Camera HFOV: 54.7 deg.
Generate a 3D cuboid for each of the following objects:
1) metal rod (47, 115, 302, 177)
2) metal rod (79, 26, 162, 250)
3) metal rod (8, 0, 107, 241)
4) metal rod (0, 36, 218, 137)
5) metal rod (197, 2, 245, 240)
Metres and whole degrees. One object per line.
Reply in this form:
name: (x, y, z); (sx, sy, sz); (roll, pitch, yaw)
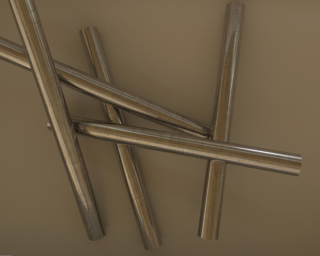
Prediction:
metal rod: (0.007, 0.017, 0.371); (0.301, 0.025, 0.025); (10, 90, 12)
metal rod: (-0.052, 0.013, 0.410); (0.025, 0.025, 0.298); (-17, 90, 0)
metal rod: (-0.114, 0.003, 0.367); (0.025, 0.025, 0.298); (-13, 107, 0)
metal rod: (-0.063, -0.043, 0.385); (0.302, 0.025, 0.025); (22, 90, -11)
metal rod: (0.079, -0.016, 0.391); (0.025, 0.025, 0.299); (9, 81, -1)
